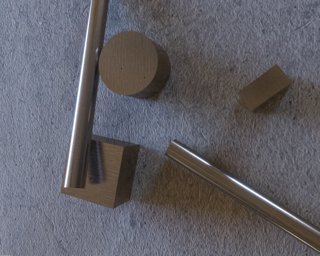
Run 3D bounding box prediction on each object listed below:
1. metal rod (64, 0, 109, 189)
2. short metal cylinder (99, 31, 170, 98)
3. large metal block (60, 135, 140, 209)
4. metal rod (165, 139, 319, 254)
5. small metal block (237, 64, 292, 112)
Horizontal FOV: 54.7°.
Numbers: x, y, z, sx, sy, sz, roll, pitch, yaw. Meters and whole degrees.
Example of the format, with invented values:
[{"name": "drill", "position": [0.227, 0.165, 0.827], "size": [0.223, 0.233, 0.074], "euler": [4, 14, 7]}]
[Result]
[{"name": "metal rod", "position": [-0.092, -0.073, 0.407], "size": [0.025, 0.025, 0.299], "euler": [1, 78, 19]}, {"name": "short metal cylinder", "position": [-0.032, -0.080, 0.406], "size": [0.080, 0.050, 0.079], "euler": [0, 90, 19]}, {"name": "large metal block", "position": [-0.081, 0.055, 0.423], "size": [0.080, 0.050, 0.079], "euler": [11, 94, 19]}, {"name": "metal rod", "position": [0.137, 0.101, 0.360], "size": [0.300, 0.025, 0.025], "euler": [32, 100, 16]}, {"name": "small metal block", "position": [0.119, -0.043, 0.354], "size": [0.050, 0.050, 0.025], "euler": [-38, 78, 16]}]
